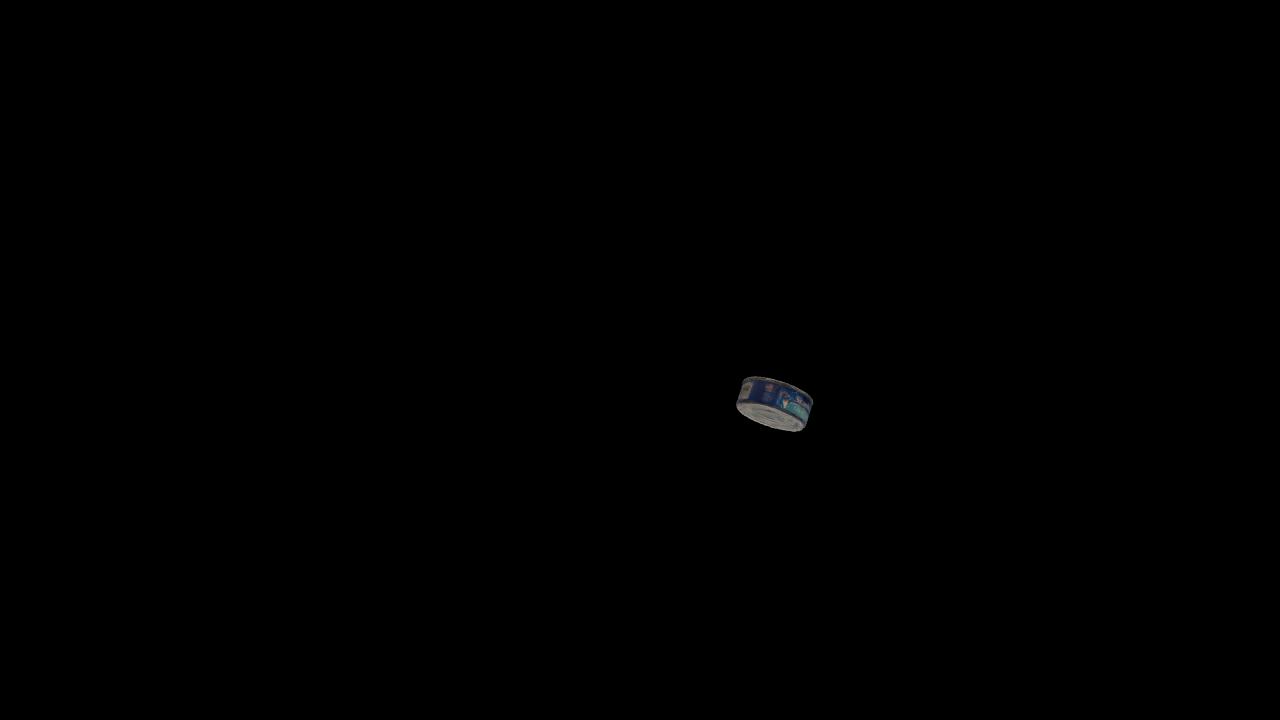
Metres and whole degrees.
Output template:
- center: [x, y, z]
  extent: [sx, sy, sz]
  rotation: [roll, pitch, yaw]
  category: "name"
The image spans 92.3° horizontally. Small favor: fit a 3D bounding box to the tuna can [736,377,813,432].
- center: [0.155, 0.052, 0.712]
  extent: [0.084, 0.034, 0.084]
  rotation: [20, -17, 6]
  category: "tuna can"
